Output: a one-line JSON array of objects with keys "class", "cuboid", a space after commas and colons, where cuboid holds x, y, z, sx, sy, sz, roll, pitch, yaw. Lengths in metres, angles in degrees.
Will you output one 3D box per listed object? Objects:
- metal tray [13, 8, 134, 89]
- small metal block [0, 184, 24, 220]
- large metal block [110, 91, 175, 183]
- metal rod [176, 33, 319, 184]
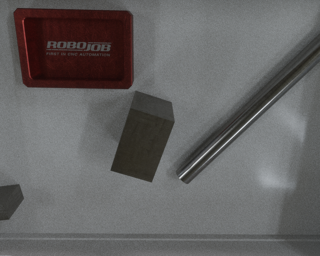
[{"class": "metal tray", "cuboid": [-0.098, -0.095, 0.372, 0.131, 0.030, 0.089, 1, 110, -1]}, {"class": "small metal block", "cuboid": [-0.228, 0.105, 0.434, 0.050, 0.050, 0.025, -7, 110, 2]}, {"class": "large metal block", "cuboid": [-0.021, 0.007, 0.384, 0.050, 0.080, 0.079, 18, 109, -7]}, {"class": "metal rod", "cuboid": [0.133, -0.034, 0.400, 0.025, 0.025, 0.299, 41, 105, -14]}]
